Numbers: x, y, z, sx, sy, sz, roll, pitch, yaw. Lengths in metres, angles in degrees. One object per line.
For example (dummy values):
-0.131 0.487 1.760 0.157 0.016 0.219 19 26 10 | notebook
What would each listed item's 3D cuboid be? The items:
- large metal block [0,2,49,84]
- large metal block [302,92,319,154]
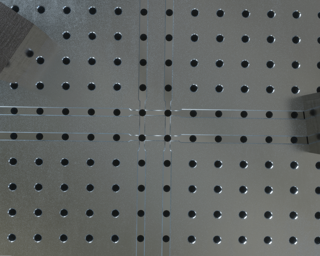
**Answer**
-0.208 -0.115 0.398 0.080 0.050 0.080 34 90 -1 | large metal block
0.242 -0.010 0.404 0.081 0.050 0.080 -8 90 -1 | large metal block
